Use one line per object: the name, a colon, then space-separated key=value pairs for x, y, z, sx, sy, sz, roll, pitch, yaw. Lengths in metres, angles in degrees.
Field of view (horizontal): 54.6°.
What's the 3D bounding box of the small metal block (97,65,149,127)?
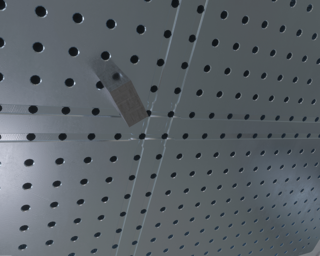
small metal block: x=-0.042 y=-0.037 z=0.349 sx=0.025 sy=0.050 sz=0.050 roll=-32 pitch=129 yaw=-8
